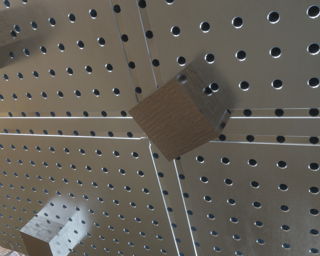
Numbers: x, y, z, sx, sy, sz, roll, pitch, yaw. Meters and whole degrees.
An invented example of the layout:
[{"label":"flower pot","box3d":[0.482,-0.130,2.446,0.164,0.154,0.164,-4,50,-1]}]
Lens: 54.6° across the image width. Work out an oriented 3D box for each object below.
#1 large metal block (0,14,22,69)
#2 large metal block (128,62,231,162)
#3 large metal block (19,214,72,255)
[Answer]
[{"label":"large metal block","box3d":[-0.262,-0.114,0.445,0.080,0.080,0.050,-31,101,38]},{"label":"large metal block","box3d":[0.023,-0.017,0.372,0.080,0.050,0.080,-32,101,38]},{"label":"large metal block","box3d":[-0.249,0.247,0.681,0.080,0.050,0.080,11,123,22]}]
